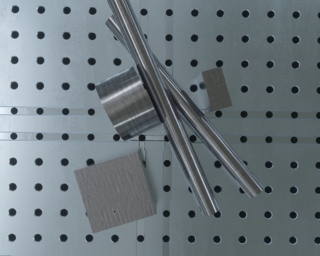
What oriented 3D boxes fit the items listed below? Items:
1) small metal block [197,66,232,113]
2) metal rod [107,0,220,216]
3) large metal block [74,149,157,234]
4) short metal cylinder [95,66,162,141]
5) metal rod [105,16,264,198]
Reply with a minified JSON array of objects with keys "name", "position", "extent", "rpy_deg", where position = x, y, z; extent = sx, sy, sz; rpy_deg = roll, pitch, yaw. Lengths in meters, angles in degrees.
[{"name":"small metal block","position":[0.069,-0.048,0.402],"extent":[0.025,0.050,0.050],"rpy_deg":[-16,90,0]},{"name":"metal rod","position":[0.007,-0.024,0.395],"extent":[0.025,0.025,0.299],"rpy_deg":[-24,98,0]},{"name":"large metal block","position":[-0.054,0.078,0.400],"extent":[0.080,0.050,0.080],"rpy_deg":[-17,90,-1]},{"name":"short metal cylinder","position":[-0.038,-0.030,0.385],"extent":[0.050,0.080,0.080],"rpy_deg":[-26,90,0]},{"name":"metal rod","position":[0.033,-0.030,0.413],"extent":[0.025,0.025,0.300],"rpy_deg":[-40,91,0]}]
